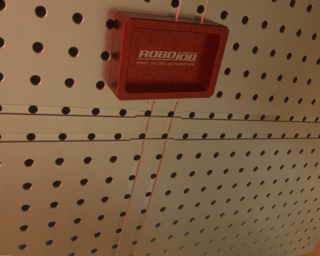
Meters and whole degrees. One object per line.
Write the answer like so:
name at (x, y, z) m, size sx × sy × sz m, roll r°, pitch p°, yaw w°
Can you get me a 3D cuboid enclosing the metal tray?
metal tray at (0.011, -0.081, 0.363) m, size 0.131 × 0.030 × 0.089 m, roll -4°, pitch 121°, yaw -26°
